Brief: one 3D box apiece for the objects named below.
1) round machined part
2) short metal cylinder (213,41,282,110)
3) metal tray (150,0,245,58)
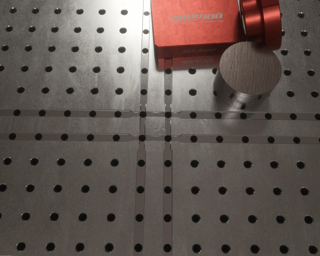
[{"bbox_3d":[0.138,-0.154,0.434,0.042,0.098,0.098,-10,70,14],"label":"round machined part"},{"bbox_3d":[0.118,-0.071,0.426,0.081,0.050,0.080,0,70,0],"label":"short metal cylinder"},{"bbox_3d":[0.054,-0.155,0.466,0.131,0.030,0.090,-4,70,-2],"label":"metal tray"}]
